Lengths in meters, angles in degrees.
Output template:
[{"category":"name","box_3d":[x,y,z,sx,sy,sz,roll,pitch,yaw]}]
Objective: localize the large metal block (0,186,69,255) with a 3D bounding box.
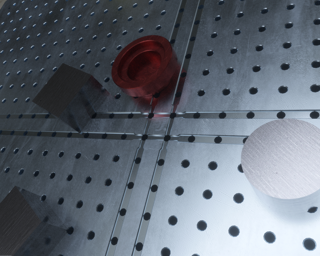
[{"category":"large metal block","box_3d":[-0.181,0.136,0.404,0.080,0.050,0.080,32,79,38]}]

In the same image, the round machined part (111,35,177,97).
[{"category":"round machined part","box_3d":[-0.019,-0.087,0.461,0.098,0.042,0.098,-13,56,21]}]

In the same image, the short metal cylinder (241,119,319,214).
[{"category":"short metal cylinder","box_3d":[0.125,0.038,0.303,0.080,0.050,0.080,-13,56,21]}]

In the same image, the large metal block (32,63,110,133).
[{"category":"large metal block","box_3d":[-0.143,-0.049,0.498,0.080,0.050,0.080,26,76,37]}]
